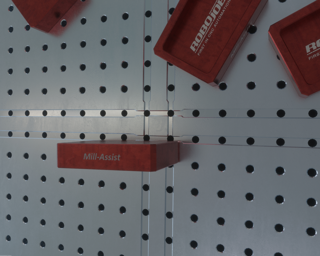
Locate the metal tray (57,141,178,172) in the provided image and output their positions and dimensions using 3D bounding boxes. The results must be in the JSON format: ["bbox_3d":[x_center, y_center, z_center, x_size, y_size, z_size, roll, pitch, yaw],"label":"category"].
[{"bbox_3d":[-0.051,0.033,0.396,0.130,0.090,0.030,0,90,20],"label":"metal tray"}]

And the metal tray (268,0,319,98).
[{"bbox_3d":[0.199,-0.101,0.339,0.130,0.030,0.090,-27,81,18],"label":"metal tray"}]

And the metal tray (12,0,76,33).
[{"bbox_3d":[-0.192,-0.226,0.478,0.090,0.030,0.130,-41,77,15],"label":"metal tray"}]

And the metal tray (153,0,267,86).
[{"bbox_3d":[0.062,-0.130,0.388,0.090,0.030,0.129,33,100,17],"label":"metal tray"}]
